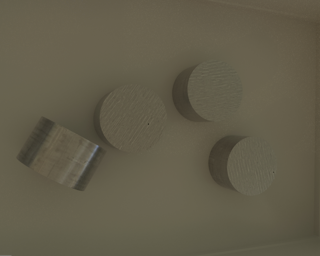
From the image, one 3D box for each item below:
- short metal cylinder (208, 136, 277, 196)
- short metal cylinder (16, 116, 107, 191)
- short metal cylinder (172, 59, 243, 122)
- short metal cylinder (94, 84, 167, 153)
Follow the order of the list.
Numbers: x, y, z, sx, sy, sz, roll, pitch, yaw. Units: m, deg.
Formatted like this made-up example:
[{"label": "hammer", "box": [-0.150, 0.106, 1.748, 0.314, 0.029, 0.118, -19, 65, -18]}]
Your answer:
[{"label": "short metal cylinder", "box": [0.117, 0.051, 0.440, 0.081, 0.050, 0.080, 0, 90, -20]}, {"label": "short metal cylinder", "box": [-0.107, 0.028, 0.342, 0.080, 0.080, 0.050, 31, 80, -18]}, {"label": "short metal cylinder", "box": [0.063, -0.048, 0.420, 0.081, 0.050, 0.080, 0, 90, -20]}, {"label": "short metal cylinder", "box": [-0.038, -0.011, 0.383, 0.081, 0.050, 0.080, 0, 90, -20]}]
